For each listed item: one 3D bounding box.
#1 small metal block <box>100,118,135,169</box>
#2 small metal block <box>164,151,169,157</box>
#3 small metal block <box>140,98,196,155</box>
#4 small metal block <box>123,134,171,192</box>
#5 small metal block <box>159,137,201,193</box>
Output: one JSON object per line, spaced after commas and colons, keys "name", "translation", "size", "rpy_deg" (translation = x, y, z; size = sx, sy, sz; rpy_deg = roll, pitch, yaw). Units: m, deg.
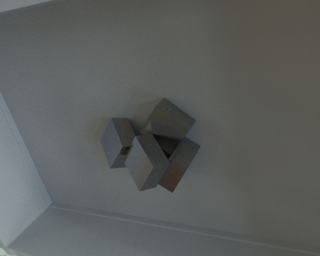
{"name": "small metal block", "translation": [-0.057, 0.021, 0.432], "size": [0.050, 0.025, 0.050], "rpy_deg": [-57, 47, 39]}
{"name": "small metal block", "translation": [-0.014, 0.039, 0.437], "size": [0.050, 0.025, 0.050], "rpy_deg": [36, 129, 3]}
{"name": "small metal block", "translation": [0.009, -0.002, 0.399], "size": [0.050, 0.025, 0.050], "rpy_deg": [36, 129, 3]}
{"name": "small metal block", "translation": [-0.018, 0.044, 0.394], "size": [0.050, 0.025, 0.050], "rpy_deg": [57, 137, 32]}
{"name": "small metal block", "translation": [0.024, 0.048, 0.406], "size": [0.025, 0.050, 0.050], "rpy_deg": [31, 128, 8]}
